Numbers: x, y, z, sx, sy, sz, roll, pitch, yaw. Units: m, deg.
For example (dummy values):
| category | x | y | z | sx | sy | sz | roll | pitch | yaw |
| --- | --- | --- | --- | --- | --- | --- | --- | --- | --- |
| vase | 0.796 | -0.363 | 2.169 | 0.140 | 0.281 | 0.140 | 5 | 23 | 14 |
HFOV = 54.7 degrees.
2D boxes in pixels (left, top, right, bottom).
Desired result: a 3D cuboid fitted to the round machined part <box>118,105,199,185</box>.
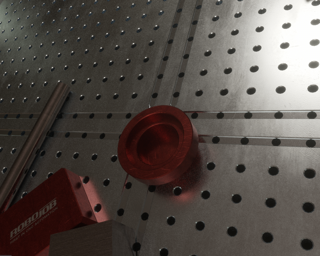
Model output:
| category | x | y | z | sx | sy | sz | roll | pitch | yaw |
| --- | --- | --- | --- | --- | --- | --- | --- | --- | --- |
| round machined part | 0.001 | 0.024 | 0.381 | 0.098 | 0.042 | 0.098 | -13 | 56 | 20 |

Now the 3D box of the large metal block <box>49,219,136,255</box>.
| category | x | y | z | sx | sy | sz | roll | pitch | yaw |
| --- | --- | --- | --- | --- | --- | --- | --- | --- | --- |
| large metal block | -0.073 | 0.153 | 0.335 | 0.080 | 0.050 | 0.080 | -18 | 55 | 17 |

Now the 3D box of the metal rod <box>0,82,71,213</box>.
| category | x | y | z | sx | sy | sz | roll | pitch | yaw |
| --- | --- | --- | --- | --- | --- | --- | --- | --- | --- |
| metal rod | -0.215 | 0.058 | 0.482 | 0.025 | 0.025 | 0.300 | 7 | 65 | 31 |

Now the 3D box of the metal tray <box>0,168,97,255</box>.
| category | x | y | z | sx | sy | sz | roll | pitch | yaw |
| --- | --- | --- | --- | --- | --- | --- | --- | --- | --- |
| metal tray | -0.156 | 0.126 | 0.407 | 0.130 | 0.030 | 0.090 | -37 | 51 | 2 |
